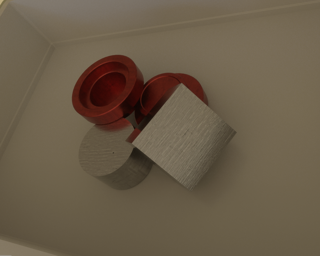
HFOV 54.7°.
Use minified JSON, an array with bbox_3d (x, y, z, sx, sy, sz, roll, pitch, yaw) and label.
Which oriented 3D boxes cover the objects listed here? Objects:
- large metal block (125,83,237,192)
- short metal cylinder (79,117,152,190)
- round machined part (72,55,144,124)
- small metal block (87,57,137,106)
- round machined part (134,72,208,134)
[{"bbox_3d":[0.021,0.010,0.342,0.080,0.080,0.050,-51,11,-9],"label":"large metal block"},{"bbox_3d":[-0.055,0.032,0.395,0.080,0.050,0.080,-13,56,20],"label":"short metal cylinder"},{"bbox_3d":[-0.065,-0.047,0.417,0.098,0.042,0.098,-13,56,20],"label":"round machined part"},{"bbox_3d":[-0.071,-0.070,0.465,0.050,0.050,0.025,-39,51,2],"label":"small metal block"},{"bbox_3d":[0.009,-0.033,0.405,0.098,0.042,0.098,-13,56,20],"label":"round machined part"}]
